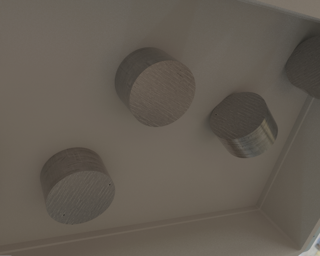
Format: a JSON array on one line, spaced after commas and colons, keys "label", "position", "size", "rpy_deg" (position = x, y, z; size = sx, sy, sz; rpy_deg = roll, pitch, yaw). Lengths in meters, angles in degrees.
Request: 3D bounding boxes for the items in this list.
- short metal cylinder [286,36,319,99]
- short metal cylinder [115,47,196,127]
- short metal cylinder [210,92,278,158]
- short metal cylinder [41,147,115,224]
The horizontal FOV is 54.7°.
[{"label": "short metal cylinder", "position": [0.235, -0.087, 0.451], "size": [0.050, 0.080, 0.080], "rpy_deg": [18, 109, -36]}, {"label": "short metal cylinder", "position": [-0.006, -0.048, 0.361], "size": [0.081, 0.050, 0.079], "rpy_deg": [-14, 125, -21]}, {"label": "short metal cylinder", "position": [0.118, -0.004, 0.437], "size": [0.080, 0.080, 0.050], "rpy_deg": [-42, 130, 1]}, {"label": "short metal cylinder", "position": [-0.102, 0.071, 0.382], "size": [0.081, 0.050, 0.079], "rpy_deg": [-14, 125, -21]}]
